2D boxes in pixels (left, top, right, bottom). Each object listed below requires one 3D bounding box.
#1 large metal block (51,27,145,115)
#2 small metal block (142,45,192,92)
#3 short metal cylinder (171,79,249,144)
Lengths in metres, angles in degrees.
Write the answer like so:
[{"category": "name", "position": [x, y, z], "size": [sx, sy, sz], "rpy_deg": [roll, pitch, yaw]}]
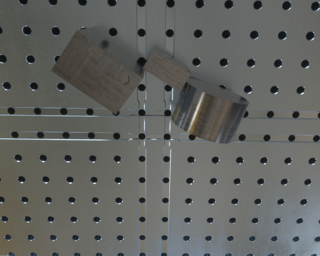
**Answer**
[{"category": "large metal block", "position": [-0.065, -0.069, 0.358], "size": [0.080, 0.080, 0.050], "rpy_deg": [35, 106, -12]}, {"category": "small metal block", "position": [0.008, -0.073, 0.373], "size": [0.050, 0.050, 0.025], "rpy_deg": [31, 107, -11]}, {"category": "short metal cylinder", "position": [0.060, -0.022, 0.377], "size": [0.080, 0.080, 0.050], "rpy_deg": [17, 109, -7]}]
